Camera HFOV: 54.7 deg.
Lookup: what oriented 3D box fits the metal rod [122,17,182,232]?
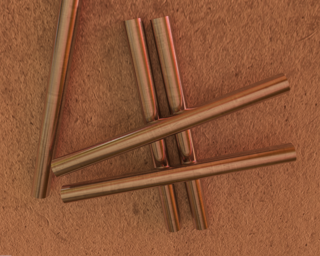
[{"bbox_3d":[-0.005,0.010,0.413,0.025,0.025,0.298,-10,110,3],"label":"metal rod"}]

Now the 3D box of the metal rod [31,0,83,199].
[{"bbox_3d":[-0.132,-0.041,0.393,0.025,0.025,0.298,14,109,-5],"label":"metal rod"}]

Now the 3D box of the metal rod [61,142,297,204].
[{"bbox_3d":[0.021,0.060,0.403,0.302,0.025,0.025,-11,110,4],"label":"metal rod"}]

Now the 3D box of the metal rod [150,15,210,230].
[{"bbox_3d":[0.031,0.008,0.412,0.025,0.025,0.298,-11,110,4],"label":"metal rod"}]

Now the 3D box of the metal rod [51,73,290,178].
[{"bbox_3d":[0.007,-0.001,0.381,0.301,0.025,0.025,-21,109,7],"label":"metal rod"}]
